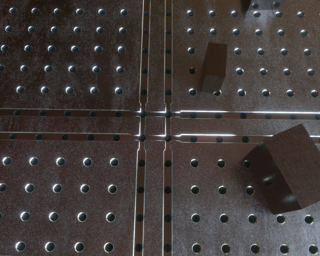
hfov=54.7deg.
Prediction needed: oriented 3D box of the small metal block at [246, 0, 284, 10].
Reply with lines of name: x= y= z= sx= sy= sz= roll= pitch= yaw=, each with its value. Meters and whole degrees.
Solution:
small metal block: x=0.165 y=-0.217 z=0.493 sx=0.050 sy=0.025 sz=0.050 roll=-2 pitch=70 yaw=-1

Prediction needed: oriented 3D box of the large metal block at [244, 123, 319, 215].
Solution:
large metal block: x=0.150 y=0.052 z=0.366 sx=0.050 sy=0.080 sz=0.080 roll=-22 pitch=72 yaw=-8

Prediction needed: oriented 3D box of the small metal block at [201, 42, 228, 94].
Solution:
small metal block: x=0.075 y=-0.082 z=0.429 sx=0.025 sy=0.050 sz=0.050 roll=7 pitch=70 yaw=2
